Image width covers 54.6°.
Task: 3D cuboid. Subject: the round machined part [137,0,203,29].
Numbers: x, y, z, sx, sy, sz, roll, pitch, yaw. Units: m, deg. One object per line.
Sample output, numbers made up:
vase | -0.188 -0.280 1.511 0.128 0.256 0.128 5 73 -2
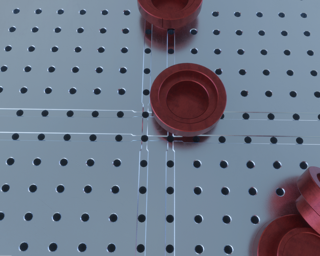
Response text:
round machined part | 0.015 -0.191 0.473 0.099 0.042 0.098 0 70 0

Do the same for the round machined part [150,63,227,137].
round machined part | 0.036 -0.034 0.416 0.099 0.042 0.098 0 70 0

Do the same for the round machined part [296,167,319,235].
round machined part | 0.196 0.093 0.351 0.098 0.098 0.042 39 116 13

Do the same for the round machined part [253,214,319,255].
round machined part | 0.160 0.148 0.350 0.099 0.042 0.098 0 70 0
